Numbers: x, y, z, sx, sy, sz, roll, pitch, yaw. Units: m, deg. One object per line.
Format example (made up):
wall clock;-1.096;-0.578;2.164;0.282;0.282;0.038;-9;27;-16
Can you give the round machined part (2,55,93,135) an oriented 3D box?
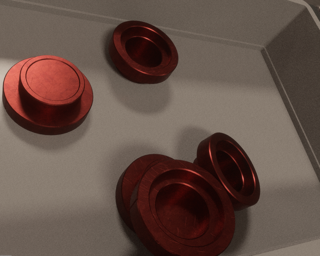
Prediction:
round machined part;-0.125;-0.044;0.355;0.099;0.042;0.098;14;56;-21

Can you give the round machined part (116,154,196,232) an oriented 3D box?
round machined part;0.003;0.074;0.353;0.099;0.042;0.098;14;56;-21

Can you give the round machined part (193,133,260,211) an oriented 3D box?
round machined part;0.079;0.058;0.392;0.098;0.042;0.098;31;40;-30

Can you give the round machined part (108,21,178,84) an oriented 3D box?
round machined part;-0.027;-0.103;0.445;0.099;0.042;0.098;14;56;-21

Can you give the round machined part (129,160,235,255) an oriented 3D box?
round machined part;0.018;0.082;0.295;0.099;0.042;0.098;15;46;-16
